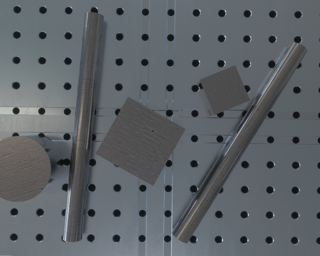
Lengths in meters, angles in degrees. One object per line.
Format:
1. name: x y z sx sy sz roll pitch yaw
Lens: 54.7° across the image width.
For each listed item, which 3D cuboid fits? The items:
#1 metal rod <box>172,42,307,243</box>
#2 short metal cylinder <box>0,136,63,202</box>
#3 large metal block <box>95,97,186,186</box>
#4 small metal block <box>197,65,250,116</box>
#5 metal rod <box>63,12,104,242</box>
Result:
1. metal rod: 0.106 0.019 0.414 0.025 0.025 0.299 32 90 0
2. short metal cylinder: -0.173 0.049 0.399 0.081 0.050 0.079 0 90 -1
3. large metal block: -0.024 0.016 0.401 0.080 0.050 0.080 30 90 0
4. small metal block: 0.084 -0.049 0.414 0.050 0.025 0.050 -23 90 0
5. metal rod: -0.102 -0.001 0.412 0.025 0.025 0.298 6 90 0
